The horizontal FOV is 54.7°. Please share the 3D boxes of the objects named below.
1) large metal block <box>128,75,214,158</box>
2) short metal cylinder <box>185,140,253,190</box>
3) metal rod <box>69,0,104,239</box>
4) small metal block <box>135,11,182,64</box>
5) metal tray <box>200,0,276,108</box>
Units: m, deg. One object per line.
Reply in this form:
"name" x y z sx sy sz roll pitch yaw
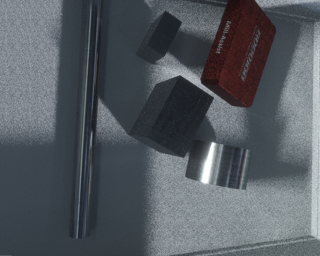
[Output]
"large metal block" 0.011 -0.013 0.386 0.050 0.080 0.080 31 80 -18
"short metal cylinder" 0.078 0.048 0.412 0.081 0.080 0.050 13 86 -20
"metal rod" -0.089 -0.019 0.378 0.025 0.025 0.298 4 89 -20
"small metal block" -0.003 -0.114 0.397 0.025 0.050 0.050 29 80 -18
"metal tray" 0.113 -0.104 0.433 0.090 0.030 0.130 26 81 -42
